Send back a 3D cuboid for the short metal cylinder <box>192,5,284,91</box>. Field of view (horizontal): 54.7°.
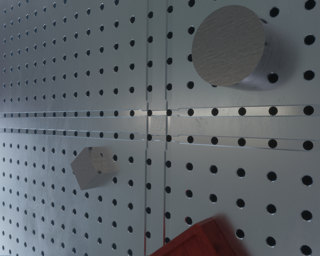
[{"bbox_3d":[0.081,-0.081,0.326,0.080,0.050,0.079,0,90,40],"label":"short metal cylinder"}]

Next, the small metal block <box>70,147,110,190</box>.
[{"bbox_3d":[-0.115,0.066,0.504,0.050,0.025,0.050,-45,63,30],"label":"small metal block"}]

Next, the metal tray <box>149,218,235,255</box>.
[{"bbox_3d":[0.035,0.181,0.377,0.129,0.030,0.090,-45,63,30],"label":"metal tray"}]
